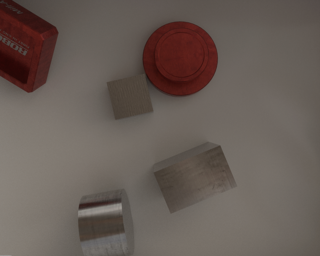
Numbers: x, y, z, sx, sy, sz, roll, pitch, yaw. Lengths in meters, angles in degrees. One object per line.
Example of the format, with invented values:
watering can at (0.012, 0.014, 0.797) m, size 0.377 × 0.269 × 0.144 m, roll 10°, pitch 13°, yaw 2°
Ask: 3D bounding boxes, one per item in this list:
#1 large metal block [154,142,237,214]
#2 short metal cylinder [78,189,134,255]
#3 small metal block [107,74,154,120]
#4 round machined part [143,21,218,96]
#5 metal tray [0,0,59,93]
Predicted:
large metal block at (0.039, 0.057, 0.385) m, size 0.080 × 0.080 × 0.050 m, roll -22°, pitch 90°, yaw 0°
short metal cylinder at (-0.064, 0.119, 0.383) m, size 0.050 × 0.080 × 0.080 m, roll -10°, pitch 90°, yaw 0°
small metal block at (-0.039, -0.040, 0.411) m, size 0.050 × 0.025 × 0.050 m, roll -13°, pitch 90°, yaw -1°
round machined part at (0.027, -0.091, 0.403) m, size 0.099 × 0.042 × 0.097 m, roll 0°, pitch 90°, yaw -1°
metal tray at (-0.198, -0.113, 0.381) m, size 0.130 × 0.030 × 0.089 m, roll 31°, pitch 128°, yaw -1°
